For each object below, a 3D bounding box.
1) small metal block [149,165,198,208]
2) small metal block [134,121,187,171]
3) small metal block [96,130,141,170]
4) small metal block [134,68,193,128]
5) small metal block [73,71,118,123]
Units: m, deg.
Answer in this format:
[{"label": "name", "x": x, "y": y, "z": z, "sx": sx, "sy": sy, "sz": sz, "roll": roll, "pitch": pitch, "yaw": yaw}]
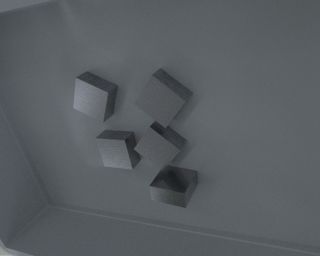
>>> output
[{"label": "small metal block", "x": 0.020, "y": 0.079, "z": 0.430, "sx": 0.050, "sy": 0.050, "sz": 0.025, "roll": 8, "pitch": 122, "yaw": 24}, {"label": "small metal block", "x": 0.000, "y": 0.023, "z": 0.422, "sx": 0.050, "sy": 0.025, "sz": 0.050, "roll": 38, "pitch": 129, "yaw": 2}, {"label": "small metal block", "x": -0.061, "y": 0.032, "z": 0.459, "sx": 0.050, "sy": 0.025, "sz": 0.050, "roll": 3, "pitch": 120, "yaw": 26}, {"label": "small metal block", "x": 0.004, "y": -0.036, "z": 0.383, "sx": 0.050, "sy": 0.025, "sz": 0.050, "roll": 38, "pitch": 129, "yaw": 2}, {"label": "small metal block", "x": -0.089, "y": -0.043, "z": 0.427, "sx": 0.050, "sy": 0.025, "sz": 0.050, "roll": 26, "pitch": 127, "yaw": 12}]
